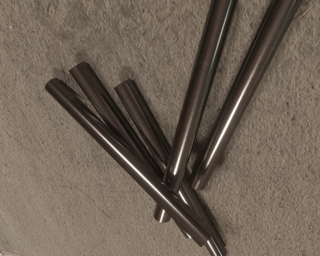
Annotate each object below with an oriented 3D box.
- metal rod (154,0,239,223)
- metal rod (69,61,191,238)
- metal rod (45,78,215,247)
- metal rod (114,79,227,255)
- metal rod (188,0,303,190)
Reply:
[{"bbox_3d":[0.033,-0.001,0.367,0.025,0.025,0.298,22,120,15],"label":"metal rod"},{"bbox_3d":[-0.031,0.039,0.445,0.025,0.025,0.299,-24,106,36],"label":"metal rod"},{"bbox_3d":[-0.049,0.035,0.409,0.300,0.025,0.025,43,130,16],"label":"metal rod"},{"bbox_3d":[0.022,0.069,0.436,0.025,0.025,0.299,-18,109,35],"label":"metal rod"},{"bbox_3d":[0.088,-0.038,0.336,0.025,0.025,0.298,27,128,11],"label":"metal rod"}]
